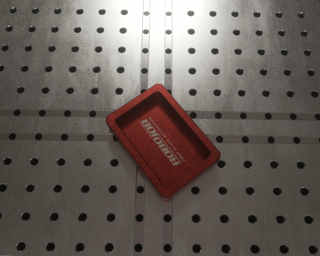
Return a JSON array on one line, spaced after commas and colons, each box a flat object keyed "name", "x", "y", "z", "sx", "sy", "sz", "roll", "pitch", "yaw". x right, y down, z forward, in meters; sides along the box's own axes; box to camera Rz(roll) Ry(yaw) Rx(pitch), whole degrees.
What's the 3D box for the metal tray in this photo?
[{"name": "metal tray", "x": 0.003, "y": 0.016, "z": 0.403, "sx": 0.090, "sy": 0.030, "sz": 0.130, "roll": -35, "pitch": 74, "yaw": -12}]
